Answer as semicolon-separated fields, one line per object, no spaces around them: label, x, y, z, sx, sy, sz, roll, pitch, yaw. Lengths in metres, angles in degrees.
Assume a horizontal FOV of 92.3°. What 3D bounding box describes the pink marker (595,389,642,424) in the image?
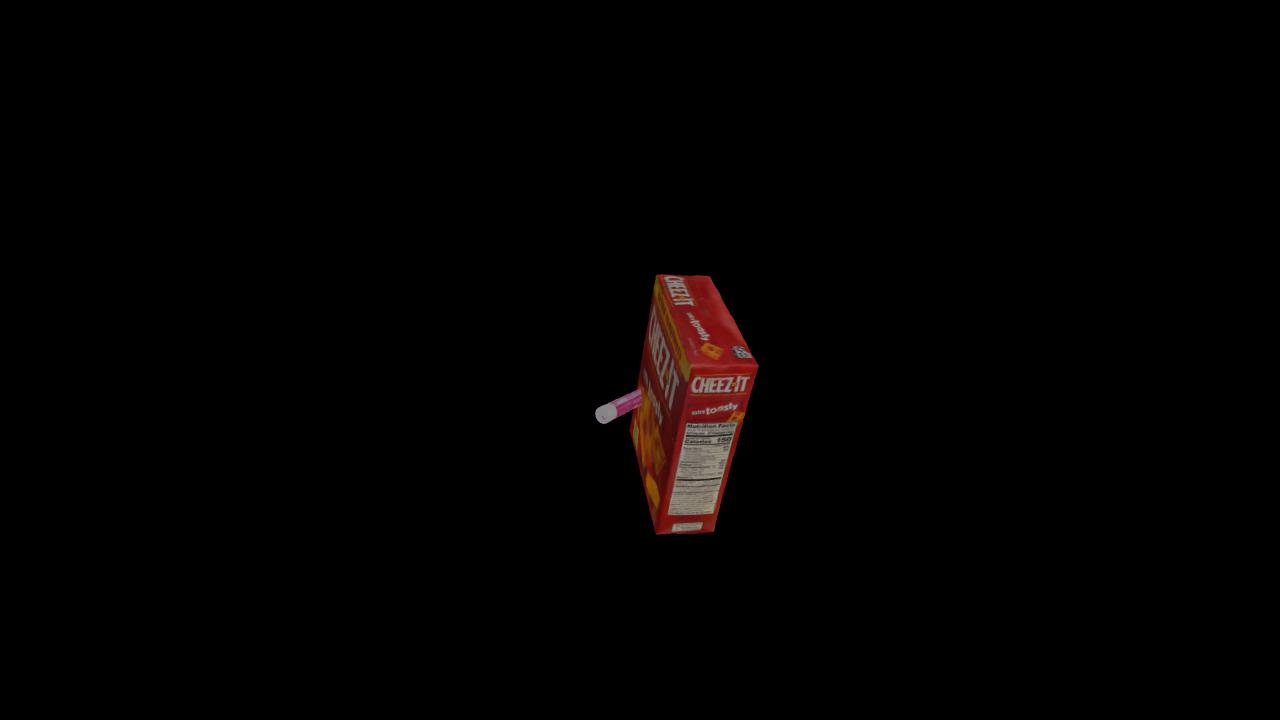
pink marker;-0.004;0.043;0.689;0.020;0.020;0.121;0;15;39

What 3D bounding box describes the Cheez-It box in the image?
Cheez-It box;0.045;0.046;0.639;0.071;0.223;0.166;0;36;-13
